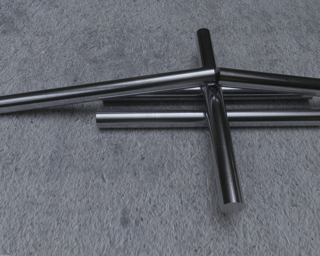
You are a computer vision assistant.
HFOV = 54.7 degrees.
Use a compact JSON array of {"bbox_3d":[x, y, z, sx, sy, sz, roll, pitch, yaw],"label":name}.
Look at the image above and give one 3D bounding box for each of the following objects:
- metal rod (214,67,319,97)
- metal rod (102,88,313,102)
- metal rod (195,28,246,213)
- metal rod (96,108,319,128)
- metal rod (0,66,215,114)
[{"bbox_3d":[0.221,-0.055,0.421,0.302,0.025,0.025,4,50,-10],"label":"metal rod"},{"bbox_3d":[0.068,-0.052,0.448,0.302,0.025,0.025,-1,50,-1],"label":"metal rod"},{"bbox_3d":[0.071,-0.036,0.403,0.025,0.025,0.300,0,50,-1],"label":"metal rod"},{"bbox_3d":[0.068,-0.013,0.416,0.302,0.025,0.025,-1,50,-1],"label":"metal rod"},{"bbox_3d":[-0.080,-0.049,0.412,0.302,0.025,0.025,-7,50,6],"label":"metal rod"}]
